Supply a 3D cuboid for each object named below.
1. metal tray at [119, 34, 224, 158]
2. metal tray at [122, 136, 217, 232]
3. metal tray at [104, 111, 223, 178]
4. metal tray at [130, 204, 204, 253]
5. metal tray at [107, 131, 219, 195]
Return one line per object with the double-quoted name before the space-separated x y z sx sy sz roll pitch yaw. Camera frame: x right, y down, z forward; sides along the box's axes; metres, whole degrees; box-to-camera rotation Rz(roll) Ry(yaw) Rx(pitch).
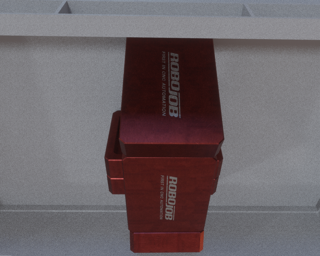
"metal tray" 0.010 -0.036 0.307 0.091 0.130 0.030 1 150 -1
"metal tray" 0.008 0.067 0.342 0.091 0.030 0.129 0 130 -1
"metal tray" 0.004 0.018 0.380 0.131 0.090 0.030 1 130 -1
"metal tray" 0.008 0.119 0.438 0.091 0.130 0.030 0 109 -1
"metal tray" 0.003 0.041 0.400 0.131 0.090 0.030 1 130 -1
